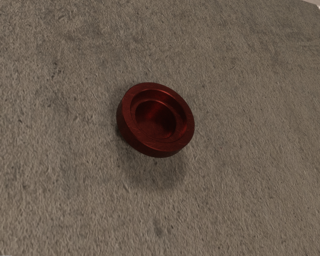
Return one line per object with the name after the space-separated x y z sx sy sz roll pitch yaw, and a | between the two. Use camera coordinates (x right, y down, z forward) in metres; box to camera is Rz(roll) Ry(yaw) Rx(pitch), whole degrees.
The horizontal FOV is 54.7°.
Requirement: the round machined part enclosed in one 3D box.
-0.009 -0.006 0.394 0.099 0.042 0.098 14 56 -21 | round machined part
